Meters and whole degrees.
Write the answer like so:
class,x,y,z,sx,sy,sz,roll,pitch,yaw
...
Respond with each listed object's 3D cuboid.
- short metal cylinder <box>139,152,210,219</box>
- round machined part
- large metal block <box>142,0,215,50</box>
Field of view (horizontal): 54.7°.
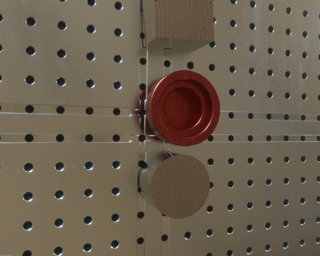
class,x,y,z,sx,sy,sz,roll,pitch,yaw
short metal cylinder,0.018,0.072,0.407,0.081,0.050,0.079,0,90,-20
round machined part,0.027,-0.025,0.415,0.099,0.042,0.097,0,90,-21
large metal block,0.022,-0.151,0.408,0.081,0.050,0.079,-3,91,-20
